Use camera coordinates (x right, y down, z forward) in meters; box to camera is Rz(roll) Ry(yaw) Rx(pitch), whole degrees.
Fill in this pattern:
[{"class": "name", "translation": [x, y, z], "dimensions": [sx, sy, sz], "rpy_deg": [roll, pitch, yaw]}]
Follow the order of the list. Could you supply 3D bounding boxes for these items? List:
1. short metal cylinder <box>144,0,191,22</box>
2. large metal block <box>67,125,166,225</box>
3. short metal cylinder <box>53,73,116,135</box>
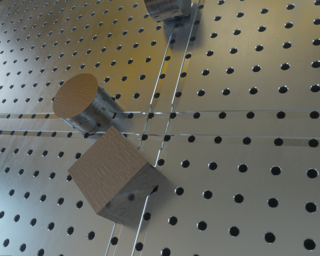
[{"class": "short metal cylinder", "translation": [0.013, -0.216, 0.499], "dimensions": [0.050, 0.080, 0.080], "rpy_deg": [-4, 60, 26]}, {"class": "large metal block", "translation": [-0.055, 0.057, 0.386], "dimensions": [0.080, 0.050, 0.080], "rpy_deg": [-46, 51, -4]}, {"class": "short metal cylinder", "translation": [-0.115, -0.037, 0.475], "dimensions": [0.080, 0.050, 0.080], "rpy_deg": [-13, 56, 21]}]
